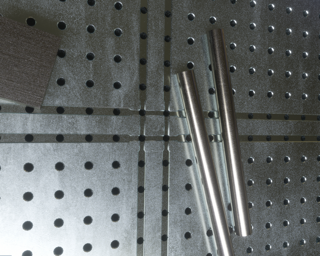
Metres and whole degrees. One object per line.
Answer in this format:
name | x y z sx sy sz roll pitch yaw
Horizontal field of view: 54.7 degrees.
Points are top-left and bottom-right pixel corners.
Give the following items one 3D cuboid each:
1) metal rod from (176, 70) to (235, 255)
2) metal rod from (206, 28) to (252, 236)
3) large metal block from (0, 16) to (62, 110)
metal rod | 0.068 0.067 0.439 0.025 0.025 0.298 -15 95 -20
metal rod | 0.102 0.008 0.451 0.025 0.025 0.298 -10 94 -20
large metal block | -0.161 -0.070 0.340 0.081 0.050 0.080 17 84 -20
